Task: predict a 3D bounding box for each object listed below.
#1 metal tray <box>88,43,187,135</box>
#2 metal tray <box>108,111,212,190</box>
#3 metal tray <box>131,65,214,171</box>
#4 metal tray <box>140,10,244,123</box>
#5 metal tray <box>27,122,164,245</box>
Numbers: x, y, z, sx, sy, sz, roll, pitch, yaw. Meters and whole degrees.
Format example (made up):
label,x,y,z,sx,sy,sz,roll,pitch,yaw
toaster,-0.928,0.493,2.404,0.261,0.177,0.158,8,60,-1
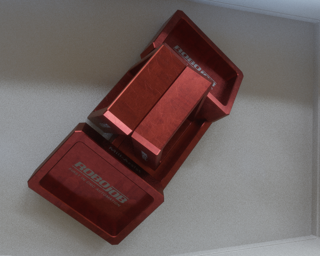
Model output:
label,x,y,z,sx,sy,sz,roll,pitch,yaw
metal tray,-0.032,-0.037,0.341,0.030,0.130,0.090,42,77,-15
metal tray,0.001,0.006,0.407,0.090,0.030,0.130,41,77,-16
metal tray,0.011,-0.003,0.345,0.030,0.130,0.090,37,77,7
metal tray,0.047,-0.081,0.406,0.130,0.030,0.090,41,52,-16
metal tray,-0.071,0.067,0.362,0.130,0.030,0.090,42,101,-16
